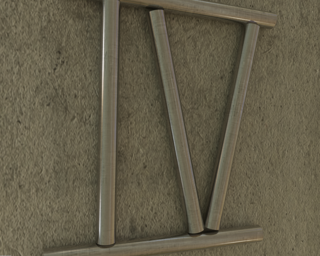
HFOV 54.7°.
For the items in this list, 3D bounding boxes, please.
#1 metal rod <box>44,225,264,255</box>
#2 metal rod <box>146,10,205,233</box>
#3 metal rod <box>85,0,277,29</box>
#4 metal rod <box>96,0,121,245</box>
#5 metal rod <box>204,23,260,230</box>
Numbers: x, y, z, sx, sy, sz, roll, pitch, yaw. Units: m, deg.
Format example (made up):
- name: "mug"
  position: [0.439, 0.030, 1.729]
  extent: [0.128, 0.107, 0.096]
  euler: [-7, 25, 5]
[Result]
- name: "metal rod"
  position: [0.006, 0.155, 0.413]
  extent: [0.303, 0.025, 0.025]
  euler: [1, 90, -21]
- name: "metal rod"
  position: [0.021, -0.006, 0.418]
  extent: [0.025, 0.025, 0.298]
  euler: [-12, 94, -20]
- name: "metal rod"
  position: [0.029, -0.167, 0.422]
  extent: [0.303, 0.025, 0.025]
  euler: [1, 90, -21]
- name: "metal rod"
  position: [-0.064, -0.008, 0.386]
  extent: [0.025, 0.025, 0.298]
  euler: [1, 90, -20]
- name: "metal rod"
  position: [0.104, -0.005, 0.449]
  extent: [0.025, 0.025, 0.298]
  euler: [14, 85, -20]
